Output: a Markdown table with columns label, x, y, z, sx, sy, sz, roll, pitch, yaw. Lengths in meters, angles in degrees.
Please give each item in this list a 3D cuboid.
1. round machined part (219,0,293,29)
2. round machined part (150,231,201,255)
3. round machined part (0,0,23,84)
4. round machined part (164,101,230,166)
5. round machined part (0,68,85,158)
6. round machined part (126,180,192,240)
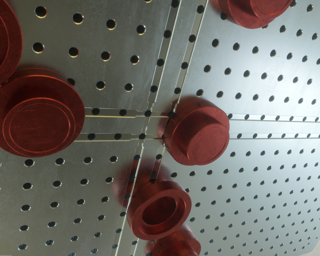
| label | x | y | z | sx | sy | sz | roll | pitch | yaw |
| --- | --- | --- | --- | --- | --- | --- | --- | --- | --- |
| round machined part | 0.121 | -0.166 | 0.363 | 0.099 | 0.042 | 0.097 | -14 | 124 | -21 |
| round machined part | 0.033 | 0.239 | 0.565 | 0.099 | 0.042 | 0.097 | -14 | 124 | -21 |
| round machined part | -0.169 | -0.080 | 0.258 | 0.099 | 0.042 | 0.097 | -14 | 124 | -21 |
| round machined part | 0.059 | 0.014 | 0.440 | 0.099 | 0.042 | 0.097 | -14 | 124 | -21 |
| round machined part | -0.127 | -0.009 | 0.325 | 0.099 | 0.042 | 0.097 | -14 | 124 | -21 |
| round machined part | -0.005 | 0.119 | 0.470 | 0.099 | 0.042 | 0.097 | -14 | 124 | -21 |
